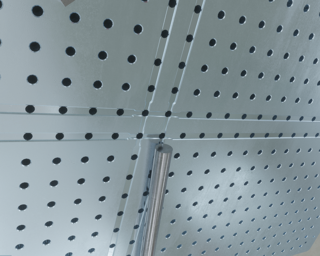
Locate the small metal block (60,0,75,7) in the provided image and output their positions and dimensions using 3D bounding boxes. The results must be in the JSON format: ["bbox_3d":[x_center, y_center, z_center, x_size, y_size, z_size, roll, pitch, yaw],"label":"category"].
[{"bbox_3d":[-0.081,-0.147,0.277,0.050,0.025,0.050,-36,130,-5],"label":"small metal block"}]

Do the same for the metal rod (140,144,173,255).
[{"bbox_3d":[-0.013,0.158,0.503,0.025,0.025,0.298,-7,122,-26],"label":"metal rod"}]
